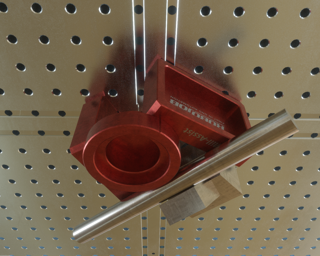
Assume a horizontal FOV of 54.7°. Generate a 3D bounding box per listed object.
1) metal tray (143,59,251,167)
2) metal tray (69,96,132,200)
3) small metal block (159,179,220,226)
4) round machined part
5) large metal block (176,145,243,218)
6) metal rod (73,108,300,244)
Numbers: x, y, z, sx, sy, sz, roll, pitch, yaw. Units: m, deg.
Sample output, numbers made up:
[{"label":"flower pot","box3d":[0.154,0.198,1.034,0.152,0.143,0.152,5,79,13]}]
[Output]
[{"label":"metal tray","box3d":[0.045,-0.018,0.353,0.131,0.090,0.030,25,127,-20]},{"label":"metal tray","box3d":[-0.054,0.034,0.396,0.030,0.090,0.130,-23,127,18]},{"label":"small metal block","box3d":[0.035,0.084,0.360,0.050,0.050,0.025,-35,78,25]},{"label":"round machined part","box3d":[-0.028,0.021,0.327,0.099,0.042,0.097,-1,130,0]},{"label":"large metal block","box3d":[0.058,0.064,0.427,0.080,0.080,0.050,-34,123,25]},{"label":"metal rod","box3d":[0.009,0.067,0.350,0.299,0.025,0.025,-33,123,24]}]
